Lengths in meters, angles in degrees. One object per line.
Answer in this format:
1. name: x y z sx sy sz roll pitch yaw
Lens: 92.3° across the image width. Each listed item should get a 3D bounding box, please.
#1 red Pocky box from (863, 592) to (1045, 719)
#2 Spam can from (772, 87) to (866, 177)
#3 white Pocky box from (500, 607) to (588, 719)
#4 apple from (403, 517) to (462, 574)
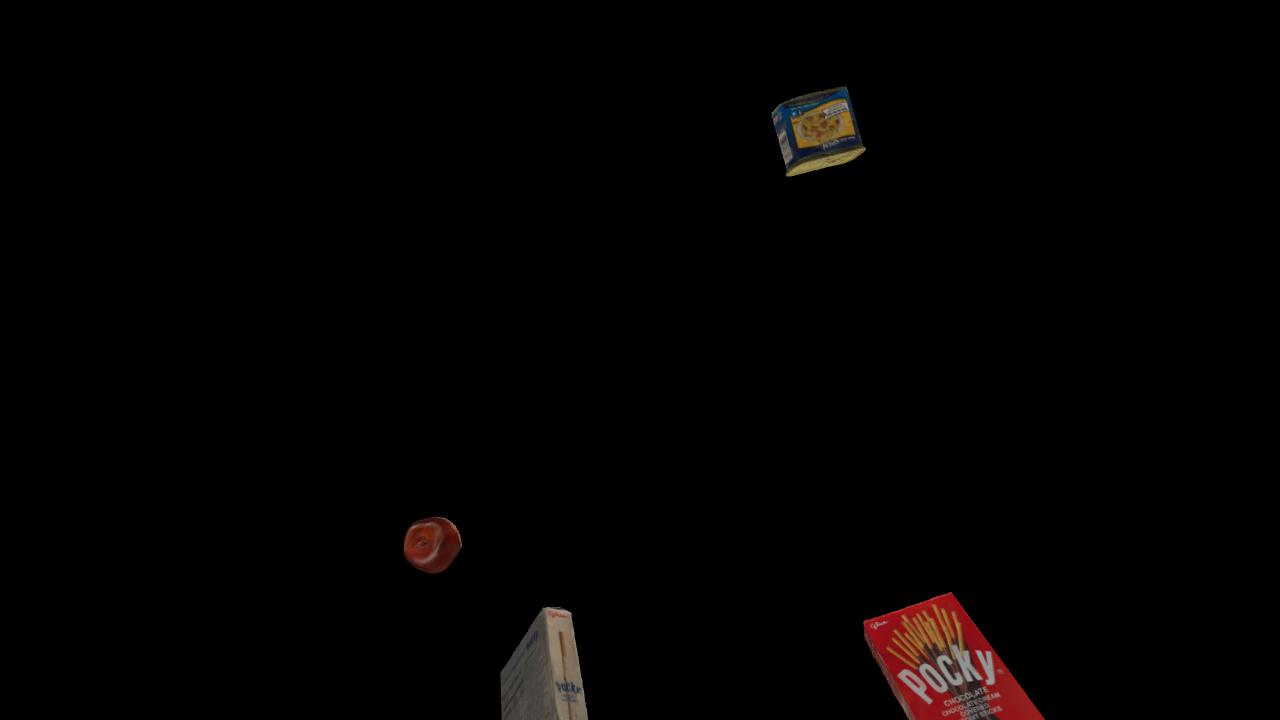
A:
1. red Pocky box: 0.241 0.255 0.463 0.083 0.028 0.155 -20 31 1
2. Spam can: 0.229 -0.295 0.796 0.101 0.085 0.058 -16 1 -7
3. white Pocky box: -0.067 0.263 0.427 0.028 0.084 0.154 22 22 -25
4. apple: -0.298 0.268 0.890 0.079 0.079 0.093 0 -20 4
